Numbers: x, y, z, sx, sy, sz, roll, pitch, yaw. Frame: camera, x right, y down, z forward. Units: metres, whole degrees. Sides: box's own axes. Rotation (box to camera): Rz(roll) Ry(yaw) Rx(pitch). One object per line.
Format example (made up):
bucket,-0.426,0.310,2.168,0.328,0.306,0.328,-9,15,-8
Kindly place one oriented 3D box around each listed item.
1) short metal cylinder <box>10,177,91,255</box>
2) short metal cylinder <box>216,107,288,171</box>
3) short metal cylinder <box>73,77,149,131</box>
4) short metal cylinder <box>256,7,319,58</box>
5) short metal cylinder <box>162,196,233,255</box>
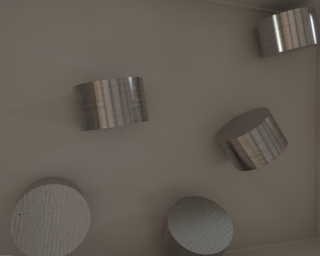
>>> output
short metal cylinder,-0.123,0.099,0.352,0.081,0.050,0.080,0,90,-20
short metal cylinder,0.125,0.015,0.427,0.080,0.080,0.050,-37,102,-16
short metal cylinder,-0.056,-0.027,0.360,0.081,0.080,0.050,-10,94,-20
short metal cylinder,0.185,-0.136,0.449,0.081,0.080,0.050,-14,95,-20
short metal cylinder,0.045,0.134,0.391,0.081,0.080,0.050,-6,132,-20
